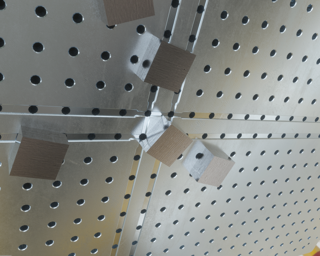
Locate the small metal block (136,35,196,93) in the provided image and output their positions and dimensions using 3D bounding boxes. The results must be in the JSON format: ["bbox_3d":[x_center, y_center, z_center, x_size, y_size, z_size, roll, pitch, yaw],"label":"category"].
[{"bbox_3d":[0.007,-0.075,0.368,0.050,0.025,0.050,14,111,-34],"label":"small metal block"}]

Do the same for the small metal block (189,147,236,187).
[{"bbox_3d":[0.084,0.063,0.495,0.050,0.025,0.050,19,108,-36],"label":"small metal block"}]

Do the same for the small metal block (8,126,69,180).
[{"bbox_3d":[-0.138,0.029,0.353,0.050,0.025,0.050,14,111,-34],"label":"small metal block"}]

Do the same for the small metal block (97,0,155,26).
[{"bbox_3d":[-0.036,-0.134,0.308,0.050,0.025,0.050,-20,126,-17],"label":"small metal block"}]

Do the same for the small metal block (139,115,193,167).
[{"bbox_3d":[0.009,0.019,0.427,0.050,0.025,0.050,-49,129,6],"label":"small metal block"}]
